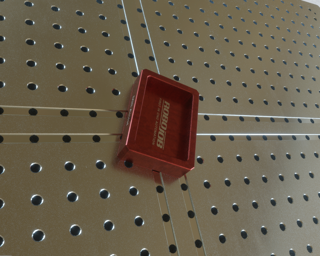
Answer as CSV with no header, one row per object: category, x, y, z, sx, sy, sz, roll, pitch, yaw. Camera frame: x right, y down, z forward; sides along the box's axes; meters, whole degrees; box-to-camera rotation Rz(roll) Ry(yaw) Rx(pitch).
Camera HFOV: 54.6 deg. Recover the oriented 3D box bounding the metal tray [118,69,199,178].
metal tray,0.003,-0.009,0.411,0.090,0.030,0.130,20,54,-17
